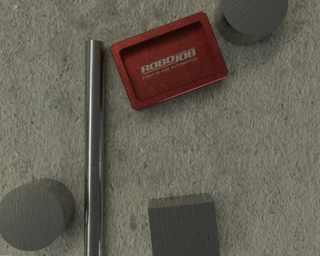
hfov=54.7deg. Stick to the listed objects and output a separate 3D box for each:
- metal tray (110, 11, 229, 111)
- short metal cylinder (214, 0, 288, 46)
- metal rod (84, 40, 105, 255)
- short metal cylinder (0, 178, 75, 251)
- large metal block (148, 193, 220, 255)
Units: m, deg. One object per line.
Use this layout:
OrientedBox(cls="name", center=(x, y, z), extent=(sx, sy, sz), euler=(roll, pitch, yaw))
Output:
OrientedBox(cls="metal tray", center=(0.012, -0.085, 0.407), extent=(0.131, 0.030, 0.090), euler=(-21, 90, 0))
OrientedBox(cls="short metal cylinder", center=(0.115, -0.151, 0.398), extent=(0.081, 0.050, 0.079), euler=(0, 90, 0))
OrientedBox(cls="metal rod", center=(-0.087, 0.036, 0.409), extent=(0.025, 0.025, 0.298), euler=(0, 90, 0))
OrientedBox(cls="short metal cylinder", center=(-0.156, 0.108, 0.396), extent=(0.081, 0.050, 0.079), euler=(0, 90, 0))
OrientedBox(cls="large metal block", center=(0.030, 0.132, 0.398), extent=(0.080, 0.050, 0.080), euler=(-6, 90, 0))
